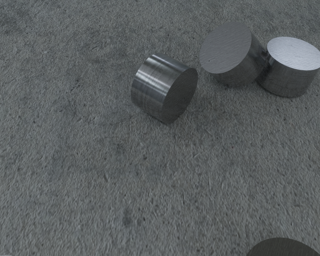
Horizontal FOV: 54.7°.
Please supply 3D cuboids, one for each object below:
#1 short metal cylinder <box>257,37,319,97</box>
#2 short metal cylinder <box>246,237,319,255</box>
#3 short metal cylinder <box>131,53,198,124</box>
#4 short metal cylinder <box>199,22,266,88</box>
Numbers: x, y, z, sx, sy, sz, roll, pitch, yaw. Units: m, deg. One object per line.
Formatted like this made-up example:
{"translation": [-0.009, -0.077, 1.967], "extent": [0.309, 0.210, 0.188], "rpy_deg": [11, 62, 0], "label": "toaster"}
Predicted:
{"translation": [0.191, -0.092, 0.460], "extent": [0.081, 0.050, 0.080], "rpy_deg": [4, 49, -4], "label": "short metal cylinder"}
{"translation": [0.105, 0.143, 0.267], "extent": [0.080, 0.050, 0.080], "rpy_deg": [0, 50, 0], "label": "short metal cylinder"}
{"translation": [0.007, -0.053, 0.412], "extent": [0.050, 0.080, 0.080], "rpy_deg": [31, 57, 23], "label": "short metal cylinder"}
{"translation": [0.105, -0.105, 0.450], "extent": [0.080, 0.050, 0.080], "rpy_deg": [-17, 62, 35], "label": "short metal cylinder"}
